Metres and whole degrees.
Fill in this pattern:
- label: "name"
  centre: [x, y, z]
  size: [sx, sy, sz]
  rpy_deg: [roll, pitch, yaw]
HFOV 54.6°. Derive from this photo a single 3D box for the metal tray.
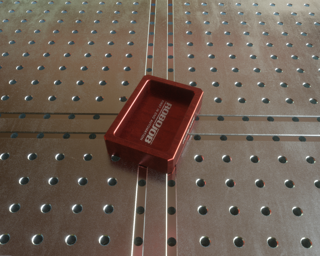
- label: "metal tray"
  centre: [-0.004, -0.011, 0.414]
  size: [0.090, 0.030, 0.130]
  rpy_deg: [17, 52, 13]
